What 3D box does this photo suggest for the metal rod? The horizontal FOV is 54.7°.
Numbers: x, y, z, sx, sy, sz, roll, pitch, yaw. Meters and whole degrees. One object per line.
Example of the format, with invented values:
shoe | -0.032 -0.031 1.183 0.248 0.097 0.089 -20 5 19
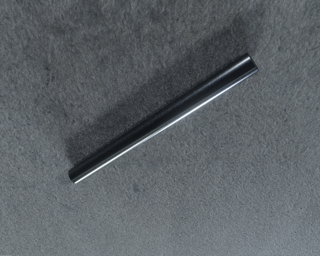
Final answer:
metal rod | -0.012 -0.001 0.406 0.300 0.025 0.025 -32 123 24
